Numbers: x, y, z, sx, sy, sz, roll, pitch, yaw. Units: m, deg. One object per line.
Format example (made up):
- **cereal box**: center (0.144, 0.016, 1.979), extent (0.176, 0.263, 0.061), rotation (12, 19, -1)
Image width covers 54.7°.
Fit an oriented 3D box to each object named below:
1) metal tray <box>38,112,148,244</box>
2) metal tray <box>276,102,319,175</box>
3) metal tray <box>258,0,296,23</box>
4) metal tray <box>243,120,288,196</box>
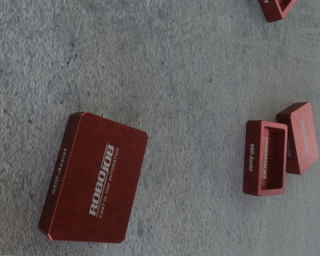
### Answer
- **metal tray**: center (-0.069, 0.056, 0.343), extent (0.091, 0.030, 0.129), rotation (21, 77, -38)
- **metal tray**: center (0.287, 0.020, 0.641), extent (0.091, 0.030, 0.129), rotation (-25, 106, -37)
- **metal tray**: center (0.207, -0.276, 0.573), extent (0.090, 0.030, 0.130), rotation (-52, 120, -27)
- **metal tray**: center (0.193, 0.054, 0.562), extent (0.091, 0.030, 0.129), rotation (6, 86, -40)
